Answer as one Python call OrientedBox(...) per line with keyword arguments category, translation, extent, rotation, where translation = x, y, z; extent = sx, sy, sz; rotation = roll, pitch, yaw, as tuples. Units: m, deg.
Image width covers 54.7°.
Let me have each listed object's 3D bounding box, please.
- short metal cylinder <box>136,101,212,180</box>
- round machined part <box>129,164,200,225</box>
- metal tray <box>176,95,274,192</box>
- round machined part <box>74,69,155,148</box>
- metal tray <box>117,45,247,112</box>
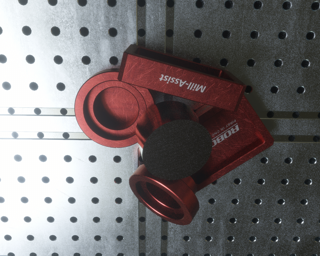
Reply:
OrientedBox(category="short metal cylinder", translation=(0.015, 0.014, 0.366), extent=(0.081, 0.050, 0.079), rotation=(-6, 120, -11))
OrientedBox(category="round machined part", translation=(0.010, 0.082, 0.416), extent=(0.098, 0.042, 0.097), rotation=(26, 145, 20))
OrientedBox(category="metal tray", translation=(0.072, 0.017, 0.417), extent=(0.130, 0.030, 0.090), rotation=(-35, 107, 11))
OrientedBox(category="round machined part", translation=(-0.054, -0.027, 0.394), extent=(0.099, 0.042, 0.097), rotation=(0, 110, -1))
OrientedBox(category="metal tray", translation=(0.023, -0.061, 0.356), extent=(0.131, 0.090, 0.030), rotation=(14, 110, -6))
